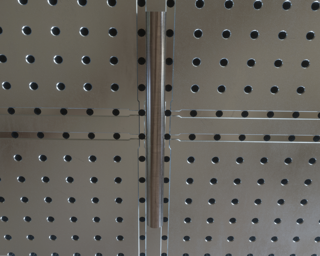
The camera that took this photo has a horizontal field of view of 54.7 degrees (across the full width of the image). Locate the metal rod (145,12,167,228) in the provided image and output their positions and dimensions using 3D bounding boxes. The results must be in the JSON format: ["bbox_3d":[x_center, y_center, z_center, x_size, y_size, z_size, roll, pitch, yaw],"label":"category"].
[{"bbox_3d":[-0.006,0.003,0.414,0.025,0.025,0.298,0,110,-1],"label":"metal rod"}]
